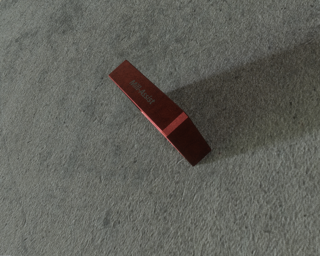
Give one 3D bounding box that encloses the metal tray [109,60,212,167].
[{"bbox_3d":[-0.001,-0.019,0.375,0.030,0.090,0.130,-43,51,-1],"label":"metal tray"}]
